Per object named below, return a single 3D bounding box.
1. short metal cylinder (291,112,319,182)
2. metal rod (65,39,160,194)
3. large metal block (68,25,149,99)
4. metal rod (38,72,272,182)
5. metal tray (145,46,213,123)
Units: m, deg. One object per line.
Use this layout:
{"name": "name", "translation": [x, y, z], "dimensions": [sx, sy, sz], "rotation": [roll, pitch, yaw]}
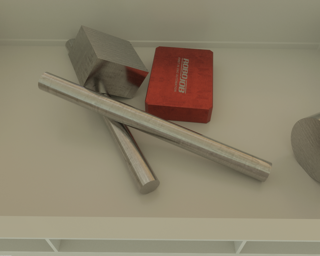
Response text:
{"name": "short metal cylinder", "translation": [0.200, 0.018, 0.357], "dimensions": [0.050, 0.080, 0.080], "rotation": [-19, 53, -16]}
{"name": "metal rod", "translation": [-0.079, -0.036, 0.434], "dimensions": [0.025, 0.025, 0.300], "rotation": [-21, 53, -17]}
{"name": "large metal block", "translation": [-0.075, -0.093, 0.442], "dimensions": [0.081, 0.050, 0.080], "rotation": [8, 40, -40]}
{"name": "metal rod", "translation": [-0.012, -0.005, 0.383], "dimensions": [0.301, 0.025, 0.025], "rotation": [22, 53, 7]}
{"name": "metal tray", "translation": [0.032, -0.068, 0.460], "dimensions": [0.091, 0.030, 0.130], "rotation": [5, 50, 4]}
